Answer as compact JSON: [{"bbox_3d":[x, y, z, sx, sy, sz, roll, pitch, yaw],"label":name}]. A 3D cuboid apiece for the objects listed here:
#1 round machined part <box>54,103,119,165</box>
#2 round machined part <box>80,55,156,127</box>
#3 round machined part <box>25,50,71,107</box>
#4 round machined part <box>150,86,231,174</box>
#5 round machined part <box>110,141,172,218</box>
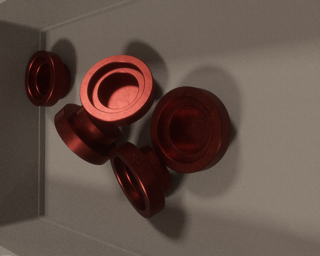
[{"bbox_3d":[-0.097,0.001,0.440,0.042,0.098,0.098,-41,64,13],"label":"round machined part"},{"bbox_3d":[-0.053,-0.046,0.418,0.098,0.042,0.098,-4,67,9],"label":"round machined part"},{"bbox_3d":[-0.198,-0.086,0.555,0.098,0.042,0.097,0,90,39],"label":"round machined part"},{"bbox_3d":[0.039,0.002,0.362,0.098,0.042,0.097,0,90,39],"label":"round machined part"},{"bbox_3d":[-0.021,0.061,0.393,0.098,0.042,0.097,45,150,36],"label":"round machined part"}]
